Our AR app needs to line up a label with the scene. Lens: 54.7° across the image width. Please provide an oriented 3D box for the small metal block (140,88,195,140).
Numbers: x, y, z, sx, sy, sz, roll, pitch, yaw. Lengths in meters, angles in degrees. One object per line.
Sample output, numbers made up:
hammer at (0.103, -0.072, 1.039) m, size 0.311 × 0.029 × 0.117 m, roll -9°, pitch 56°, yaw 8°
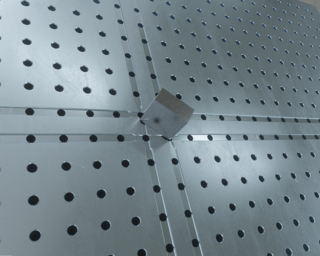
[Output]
small metal block at (0.009, -0.017, 0.409) m, size 0.050 × 0.050 × 0.025 m, roll 35°, pitch 51°, yaw -6°
